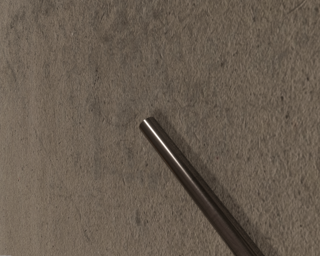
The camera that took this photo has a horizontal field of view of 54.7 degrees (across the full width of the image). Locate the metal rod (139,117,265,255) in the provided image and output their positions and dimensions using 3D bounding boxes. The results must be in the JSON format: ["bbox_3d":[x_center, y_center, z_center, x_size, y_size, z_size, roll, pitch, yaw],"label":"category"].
[{"bbox_3d":[0.066,0.099,0.349,0.300,0.025,0.025,52,120,27],"label":"metal rod"}]
